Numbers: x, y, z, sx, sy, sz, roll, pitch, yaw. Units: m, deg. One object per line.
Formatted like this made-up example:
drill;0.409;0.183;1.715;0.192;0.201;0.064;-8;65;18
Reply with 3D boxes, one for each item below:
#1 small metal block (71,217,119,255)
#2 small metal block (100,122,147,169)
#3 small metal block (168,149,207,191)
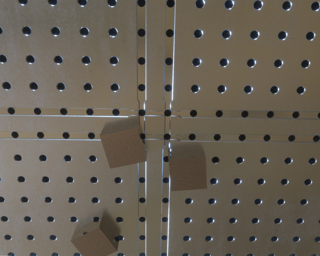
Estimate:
small metal block;-0.099;0.173;0.476;0.050;0.025;0.050;-28;108;9
small metal block;-0.049;0.023;0.421;0.050;0.025;0.050;-12;110;4
small metal block;0.038;0.059;0.436;0.050;0.025;0.050;-4;110;1
